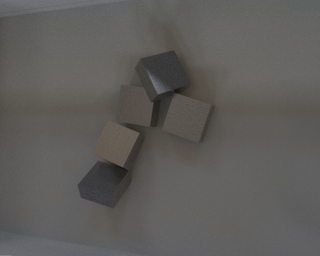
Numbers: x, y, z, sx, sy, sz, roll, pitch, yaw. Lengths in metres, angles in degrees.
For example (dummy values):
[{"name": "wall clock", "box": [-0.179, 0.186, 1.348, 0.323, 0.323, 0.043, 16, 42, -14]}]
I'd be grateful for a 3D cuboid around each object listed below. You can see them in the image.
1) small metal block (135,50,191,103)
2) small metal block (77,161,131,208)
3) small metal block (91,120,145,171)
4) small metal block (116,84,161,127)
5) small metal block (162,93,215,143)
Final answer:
[{"name": "small metal block", "box": [0.004, -0.066, 0.394, 0.050, 0.025, 0.050, -21, 80, -27]}, {"name": "small metal block", "box": [-0.074, 0.075, 0.420, 0.050, 0.050, 0.025, 12, 129, 19]}, {"name": "small metal block", "box": [-0.057, 0.024, 0.423, 0.050, 0.025, 0.050, 22, 78, 18]}, {"name": "small metal block", "box": [-0.028, -0.030, 0.420, 0.050, 0.025, 0.050, 10, 93, 19]}, {"name": "small metal block", "box": [0.037, -0.013, 0.397, 0.050, 0.025, 0.050, 20, 97, 19]}]
